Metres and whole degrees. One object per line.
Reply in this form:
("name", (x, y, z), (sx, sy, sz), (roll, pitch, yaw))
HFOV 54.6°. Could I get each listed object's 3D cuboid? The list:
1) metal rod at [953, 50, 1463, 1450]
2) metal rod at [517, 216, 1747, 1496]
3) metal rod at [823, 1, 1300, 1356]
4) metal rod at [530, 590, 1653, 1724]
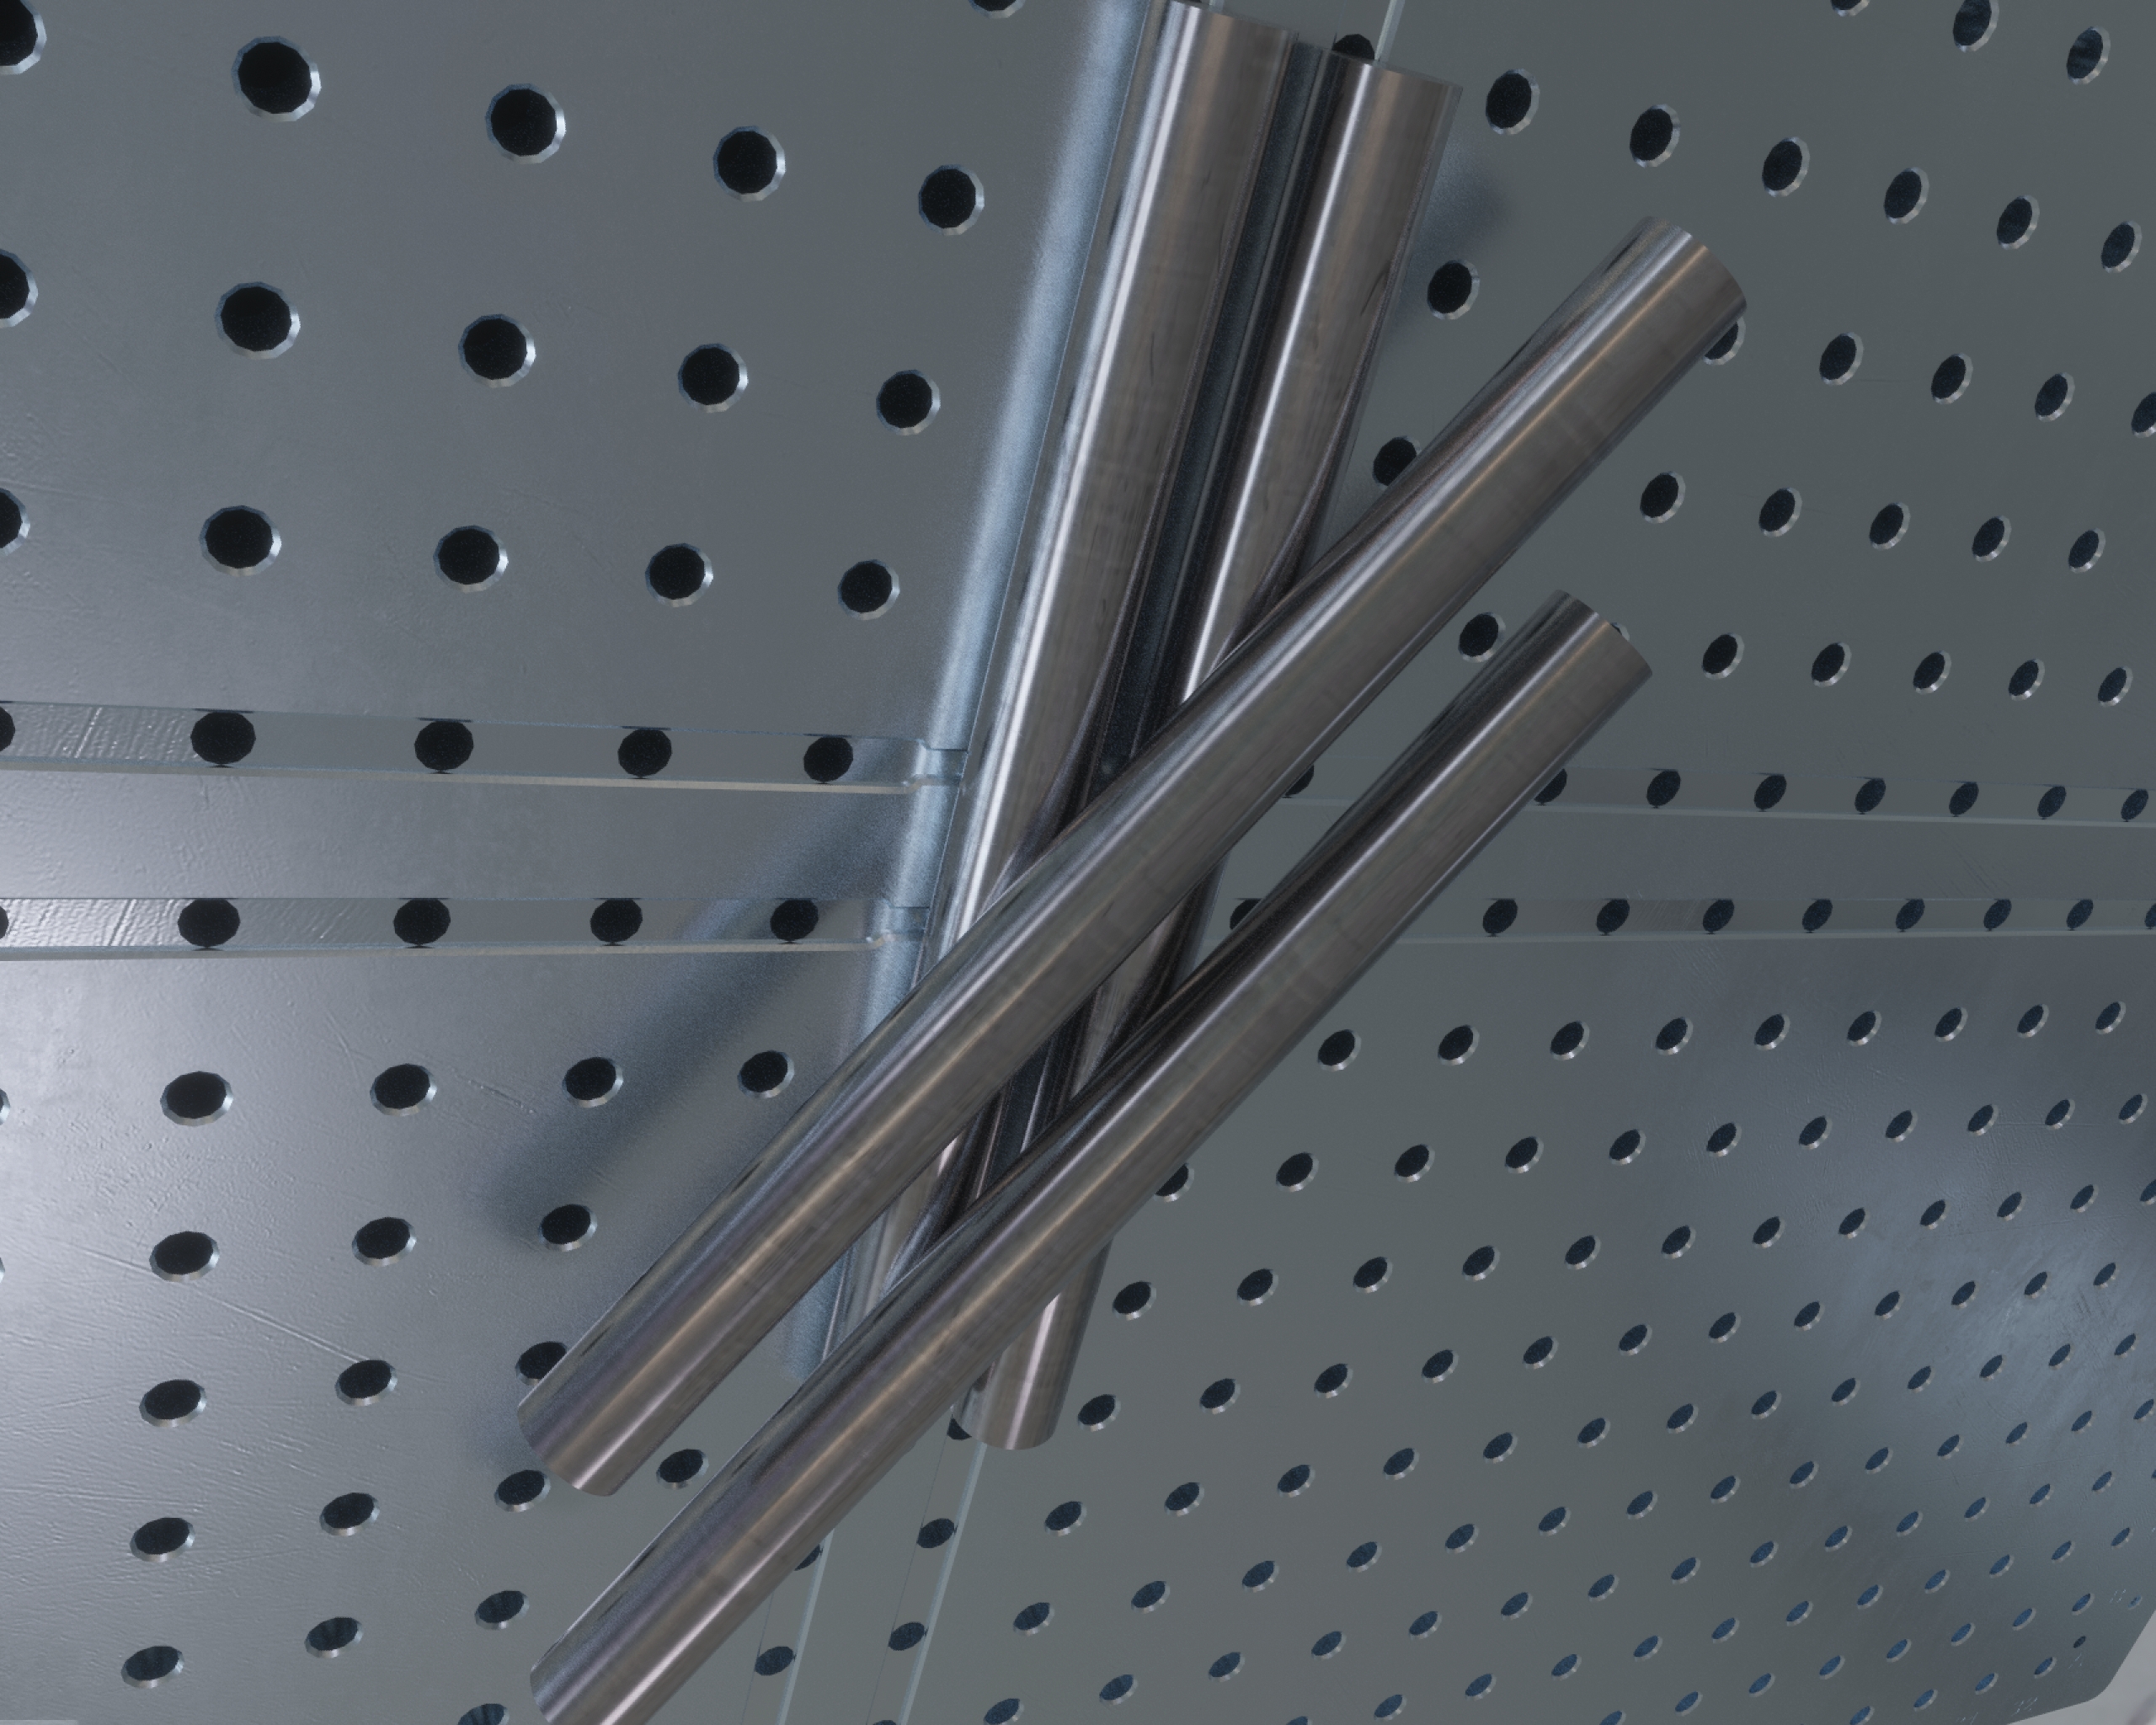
("metal rod", (0.018, -0.005, 0.418), (0.025, 0.025, 0.298), (1, 118, -29))
("metal rod", (0.007, 0.002, 0.384), (0.300, 0.025, 0.025), (-46, 129, 4))
("metal rod", (-0.012, -0.007, 0.400), (0.025, 0.025, 0.298), (1, 118, -29))
("metal rod", (0.000, 0.064, 0.417), (0.300, 0.025, 0.025), (-47, 129, 4))
